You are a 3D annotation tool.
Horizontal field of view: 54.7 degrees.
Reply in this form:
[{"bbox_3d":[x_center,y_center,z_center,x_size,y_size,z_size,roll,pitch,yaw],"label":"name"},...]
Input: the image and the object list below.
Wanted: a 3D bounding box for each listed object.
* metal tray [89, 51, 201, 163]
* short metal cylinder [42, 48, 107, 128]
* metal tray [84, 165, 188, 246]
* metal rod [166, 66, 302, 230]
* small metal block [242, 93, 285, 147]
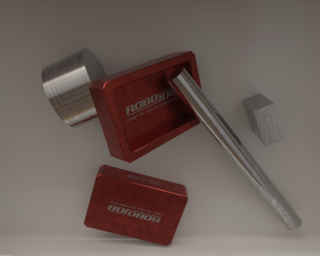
[{"bbox_3d":[-0.007,-0.028,0.356,0.131,0.030,0.089,-28,114,-34],"label":"metal tray"},{"bbox_3d":[-0.092,-0.046,0.364,0.050,0.080,0.080,-23,109,8],"label":"short metal cylinder"},{"bbox_3d":[-0.035,0.113,0.450,0.131,0.030,0.089,16,109,-6],"label":"metal tray"},{"bbox_3d":[0.109,0.041,0.408,0.025,0.025,0.300,-37,114,12],"label":"metal rod"},{"bbox_3d":[0.131,-0.012,0.396,0.025,0.050,0.050,-22,109,7],"label":"small metal block"}]
